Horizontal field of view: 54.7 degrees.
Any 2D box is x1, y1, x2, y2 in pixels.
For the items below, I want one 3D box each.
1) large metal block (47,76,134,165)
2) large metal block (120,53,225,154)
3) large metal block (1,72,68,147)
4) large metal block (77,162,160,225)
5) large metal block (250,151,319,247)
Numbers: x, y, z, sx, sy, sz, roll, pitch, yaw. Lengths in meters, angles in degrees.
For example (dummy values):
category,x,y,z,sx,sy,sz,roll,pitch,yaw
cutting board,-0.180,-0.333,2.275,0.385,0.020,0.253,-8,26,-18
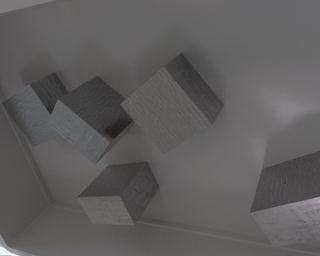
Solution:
category,x,y,z,sx,sy,sz,roll,pitch,yaw
large metal block,-0.085,-0.013,0.410,0.080,0.080,0.050,40,129,1
large metal block,0.014,-0.028,0.368,0.080,0.050,0.080,-35,99,38
large metal block,-0.176,-0.026,0.469,0.080,0.050,0.080,-20,108,35
large metal block,-0.060,0.097,0.465,0.080,0.080,0.050,-10,113,32
large metal block,0.154,0.076,0.338,0.080,0.080,0.050,-28,103,37
